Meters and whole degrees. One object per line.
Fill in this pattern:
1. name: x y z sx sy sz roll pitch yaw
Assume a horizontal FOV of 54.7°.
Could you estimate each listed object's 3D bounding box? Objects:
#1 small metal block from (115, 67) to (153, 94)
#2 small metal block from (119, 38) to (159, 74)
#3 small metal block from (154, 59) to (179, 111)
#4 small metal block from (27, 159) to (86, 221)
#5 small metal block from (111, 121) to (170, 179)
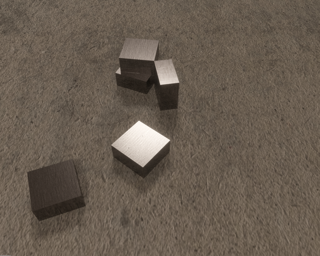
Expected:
1. small metal block: -0.033 -0.083 0.473 0.050 0.025 0.050 18 52 14
2. small metal block: -0.030 -0.107 0.461 0.050 0.025 0.050 6 50 5
3. small metal block: 0.008 -0.061 0.438 0.025 0.050 0.050 -8 51 -7
4. small metal block: -0.115 0.068 0.345 0.050 0.025 0.050 -16 52 -14
5. small metal block: -0.023 0.025 0.382 0.050 0.025 0.050 32 57 23
